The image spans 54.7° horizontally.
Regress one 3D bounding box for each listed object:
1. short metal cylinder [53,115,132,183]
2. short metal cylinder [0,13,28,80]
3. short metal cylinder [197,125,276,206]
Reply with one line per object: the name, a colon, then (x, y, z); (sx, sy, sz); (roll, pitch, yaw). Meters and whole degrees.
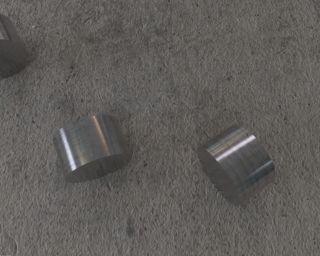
short metal cylinder: (-0.080, 0.026, 0.369); (0.080, 0.080, 0.050); (-21, 72, -7)
short metal cylinder: (-0.228, -0.108, 0.417); (0.080, 0.080, 0.050); (-28, 73, -10)
short metal cylinder: (0.087, 0.043, 0.364); (0.050, 0.080, 0.080); (-31, 73, -11)
